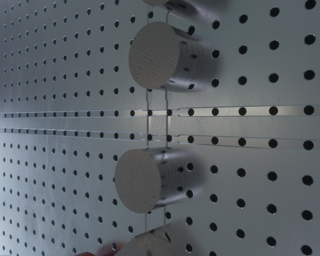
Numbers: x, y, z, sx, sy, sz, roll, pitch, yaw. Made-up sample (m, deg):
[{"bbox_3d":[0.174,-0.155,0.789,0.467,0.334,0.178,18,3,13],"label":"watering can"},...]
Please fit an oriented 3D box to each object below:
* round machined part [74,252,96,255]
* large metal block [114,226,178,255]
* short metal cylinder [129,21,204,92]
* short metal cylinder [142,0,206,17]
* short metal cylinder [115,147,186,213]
[{"bbox_3d":[-0.108,0.245,0.488,0.098,0.042,0.097,0,90,40],"label":"round machined part"},{"bbox_3d":[-0.018,0.191,0.408,0.080,0.050,0.080,-49,61,29],"label":"large metal block"},{"bbox_3d":[0.007,-0.086,0.387,0.080,0.050,0.080,0,90,40],"label":"short metal cylinder"},{"bbox_3d":[0.017,-0.183,0.379,0.080,0.050,0.080,0,90,40],"label":"short metal cylinder"},{"bbox_3d":[-0.013,0.066,0.404,0.080,0.050,0.080,0,90,40],"label":"short metal cylinder"}]
